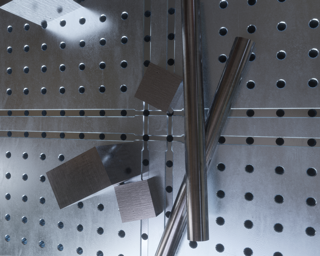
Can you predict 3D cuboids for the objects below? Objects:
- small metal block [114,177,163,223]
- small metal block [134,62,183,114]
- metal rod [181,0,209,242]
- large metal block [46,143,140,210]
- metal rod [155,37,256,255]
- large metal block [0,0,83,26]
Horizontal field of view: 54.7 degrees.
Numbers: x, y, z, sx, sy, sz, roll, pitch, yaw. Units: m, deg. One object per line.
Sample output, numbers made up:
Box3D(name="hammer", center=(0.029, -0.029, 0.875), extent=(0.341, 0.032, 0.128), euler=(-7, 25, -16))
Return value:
Box3D(name="small metal block", center=(-0.030, 0.098, 0.423), extent=(0.050, 0.025, 0.050), euler=(-15, 85, 19))
Box3D(name="small metal block", center=(0.002, -0.053, 0.412), extent=(0.050, 0.025, 0.050), euler=(28, 99, 17))
Box3D(name="metal rod", center=(0.042, -0.020, 0.377), extent=(0.025, 0.025, 0.298), euler=(-4, 81, 20))
Box3D(name="large metal block", center=(-0.087, 0.061, 0.414), extent=(0.080, 0.080, 0.050), euler=(-27, 81, 18))
Box3D(name="metal rod", center=(0.054, 0.034, 0.393), extent=(0.025, 0.025, 0.298), euler=(22, 97, 18))
Box3D(name="large metal block", center=(-0.173, -0.197, 0.444), extent=(0.080, 0.080, 0.050), euler=(-16, 85, 19))
